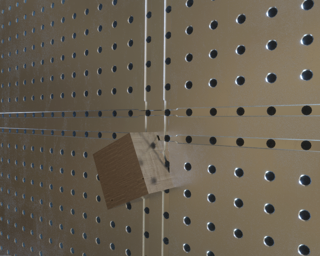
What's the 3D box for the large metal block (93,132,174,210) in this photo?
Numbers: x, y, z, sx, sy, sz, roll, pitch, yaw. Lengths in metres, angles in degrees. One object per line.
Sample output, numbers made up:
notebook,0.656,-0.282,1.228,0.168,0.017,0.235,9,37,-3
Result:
large metal block,-0.038,0.058,0.422,0.080,0.050,0.080,-29,72,36
